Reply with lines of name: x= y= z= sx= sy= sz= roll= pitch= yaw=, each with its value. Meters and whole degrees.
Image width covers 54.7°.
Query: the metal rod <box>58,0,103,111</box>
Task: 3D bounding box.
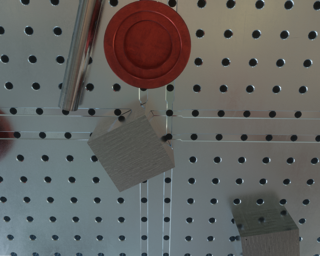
metal rod: x=-0.075 y=-0.160 z=0.353 sx=0.025 sy=0.025 sz=0.298 roll=16 pitch=109 yaw=-6

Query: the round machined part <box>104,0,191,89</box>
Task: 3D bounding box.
round machined part: x=-0.014 y=-0.099 z=0.368 sx=0.099 sy=0.042 sz=0.097 roll=0 pitch=110 yaw=0

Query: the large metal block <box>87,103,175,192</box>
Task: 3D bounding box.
large metal block: x=-0.035 y=0.025 z=0.409 sx=0.080 sy=0.050 sz=0.080 roll=-26 pitch=108 yaw=9

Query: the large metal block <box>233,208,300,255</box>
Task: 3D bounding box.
large metal block: x=0.159 y=0.174 z=0.466 sx=0.080 sy=0.050 sz=0.079 roll=-10 pitch=110 yaw=3
